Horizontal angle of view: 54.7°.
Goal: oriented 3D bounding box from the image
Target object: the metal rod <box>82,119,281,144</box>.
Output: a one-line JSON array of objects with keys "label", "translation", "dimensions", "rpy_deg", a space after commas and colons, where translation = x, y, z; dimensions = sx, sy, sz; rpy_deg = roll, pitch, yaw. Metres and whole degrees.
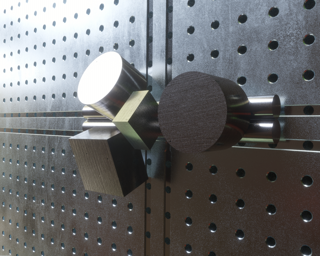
[{"label": "metal rod", "translation": [0.001, 0.002, 0.404], "dimensions": [0.300, 0.025, 0.025], "rpy_deg": [1, 91, 40]}]

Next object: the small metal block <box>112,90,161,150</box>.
[{"label": "small metal block", "translation": [-0.022, -0.009, 0.370], "dimensions": [0.025, 0.050, 0.050], "rpy_deg": [1, 49, 40]}]

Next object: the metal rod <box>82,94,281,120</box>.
[{"label": "metal rod", "translation": [0.001, -0.023, 0.404], "dimensions": [0.300, 0.025, 0.025], "rpy_deg": [1, 91, 40]}]

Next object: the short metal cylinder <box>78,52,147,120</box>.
[{"label": "short metal cylinder", "translation": [-0.066, -0.056, 0.424], "dimensions": [0.080, 0.050, 0.080], "rpy_deg": [-19, 55, 30]}]

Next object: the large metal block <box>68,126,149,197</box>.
[{"label": "large metal block", "translation": [-0.071, 0.043, 0.429], "dimensions": [0.080, 0.050, 0.080], "rpy_deg": [-1, 110, 40]}]

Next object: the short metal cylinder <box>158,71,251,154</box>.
[{"label": "short metal cylinder", "translation": [0.045, -0.015, 0.319], "dimensions": [0.080, 0.050, 0.079], "rpy_deg": [0, 90, 40]}]
